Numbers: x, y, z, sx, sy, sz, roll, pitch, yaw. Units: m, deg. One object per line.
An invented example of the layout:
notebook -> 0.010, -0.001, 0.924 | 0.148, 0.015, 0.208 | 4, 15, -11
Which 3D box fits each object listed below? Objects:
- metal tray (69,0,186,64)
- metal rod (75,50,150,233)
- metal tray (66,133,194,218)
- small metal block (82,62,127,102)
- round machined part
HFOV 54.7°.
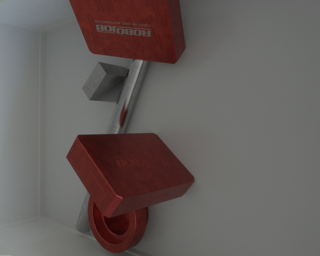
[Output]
metal tray -> -0.039, -0.130, 0.377 | 0.130, 0.030, 0.090 | 12, 142, 23
metal rod -> -0.074, 0.030, 0.465 | 0.025, 0.025, 0.298 | 33, 110, 35
metal tray -> -0.030, 0.047, 0.361 | 0.090, 0.131, 0.030 | 48, 119, 29
small metal block -> -0.076, -0.065, 0.451 | 0.050, 0.050, 0.025 | -50, 61, 28
round machined part -> -0.055, 0.121, 0.439 | 0.098, 0.042, 0.097 | 0, 90, 39
